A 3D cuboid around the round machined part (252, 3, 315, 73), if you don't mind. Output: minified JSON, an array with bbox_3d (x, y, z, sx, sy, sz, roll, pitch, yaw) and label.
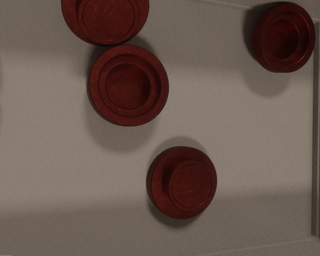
[{"bbox_3d":[0.178,-0.132,0.464,0.099,0.042,0.097,-3,100,-19],"label":"round machined part"}]

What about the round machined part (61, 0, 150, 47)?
[{"bbox_3d":[-0.060,-0.134,0.350,0.099,0.042,0.097,-10,137,-9],"label":"round machined part"}]

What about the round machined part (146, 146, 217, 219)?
[{"bbox_3d":[0.034,0.074,0.416,0.099,0.042,0.097,0,90,-21],"label":"round machined part"}]

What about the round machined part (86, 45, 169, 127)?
[{"bbox_3d":[-0.042,-0.050,0.387,0.099,0.042,0.097,0,90,-21],"label":"round machined part"}]
